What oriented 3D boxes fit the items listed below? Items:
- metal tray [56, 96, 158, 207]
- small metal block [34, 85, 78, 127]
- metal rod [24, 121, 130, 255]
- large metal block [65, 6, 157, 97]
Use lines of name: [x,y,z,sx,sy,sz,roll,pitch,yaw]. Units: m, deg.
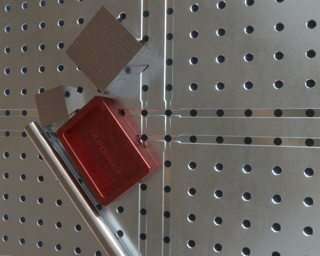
metal tray: [-0.076,0.031,0.435,0.090,0.030,0.130,-39,78,15]
small metal block: [-0.155,-0.032,0.466,0.050,0.025,0.050,-16,85,19]
metal rod: [-0.109,0.113,0.449,0.025,0.025,0.300,-41,77,15]
large metal block: [-0.066,-0.101,0.421,0.080,0.050,0.080,-46,76,14]
